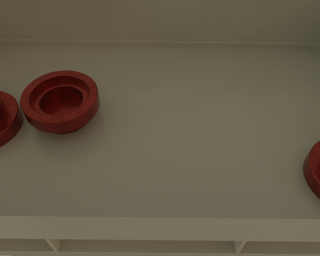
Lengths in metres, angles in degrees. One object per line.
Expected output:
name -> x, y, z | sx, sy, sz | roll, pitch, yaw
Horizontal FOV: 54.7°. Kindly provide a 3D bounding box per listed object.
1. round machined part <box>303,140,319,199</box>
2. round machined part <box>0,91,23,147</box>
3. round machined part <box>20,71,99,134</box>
round machined part -> 0.224, 0.047, 0.357 | 0.099, 0.042, 0.098 | 0, 50, 0
round machined part -> -0.237, -0.017, 0.405 | 0.099, 0.042, 0.098 | 0, 50, 0
round machined part -> -0.131, -0.030, 0.418 | 0.099, 0.042, 0.098 | 0, 50, 0
